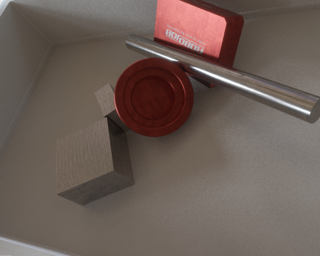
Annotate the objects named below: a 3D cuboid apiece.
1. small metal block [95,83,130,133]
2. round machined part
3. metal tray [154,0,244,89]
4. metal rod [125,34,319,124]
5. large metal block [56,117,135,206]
[{"bbox_3d":[-0.061,-0.027,0.437,0.025,0.050,0.050,-34,52,6],"label":"small metal block"},{"bbox_3d":[-0.009,-0.038,0.400,0.098,0.098,0.042,-47,8,-5],"label":"round machined part"},{"bbox_3d":[0.044,-0.121,0.414,0.030,0.089,0.130,-19,42,-33],"label":"metal tray"},{"bbox_3d":[0.048,-0.074,0.378,0.025,0.025,0.300,-50,46,-7],"label":"metal rod"},{"bbox_3d":[-0.086,0.045,0.406,0.080,0.050,0.080,-24,53,13],"label":"large metal block"}]
